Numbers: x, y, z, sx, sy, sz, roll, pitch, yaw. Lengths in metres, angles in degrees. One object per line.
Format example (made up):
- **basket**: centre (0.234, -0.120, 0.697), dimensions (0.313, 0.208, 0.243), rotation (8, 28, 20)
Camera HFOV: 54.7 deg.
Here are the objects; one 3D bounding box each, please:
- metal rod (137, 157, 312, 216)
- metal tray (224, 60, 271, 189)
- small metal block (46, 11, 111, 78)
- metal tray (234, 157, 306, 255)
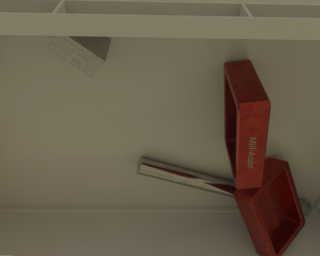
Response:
- **metal rod**: centre (0.110, 0.097, 0.493), dimensions (0.302, 0.025, 0.025), rotation (16, 128, -14)
- **metal tray**: centre (0.098, -0.002, 0.366), dimensions (0.030, 0.090, 0.129), rotation (-6, 130, 5)
- **small metal block**: centre (-0.081, -0.086, 0.318), dimensions (0.050, 0.050, 0.025), rotation (33, 123, -25)
- **metal tray**: centre (0.165, 0.120, 0.456), dimensions (0.090, 0.030, 0.129), rotation (-38, 116, -26)
